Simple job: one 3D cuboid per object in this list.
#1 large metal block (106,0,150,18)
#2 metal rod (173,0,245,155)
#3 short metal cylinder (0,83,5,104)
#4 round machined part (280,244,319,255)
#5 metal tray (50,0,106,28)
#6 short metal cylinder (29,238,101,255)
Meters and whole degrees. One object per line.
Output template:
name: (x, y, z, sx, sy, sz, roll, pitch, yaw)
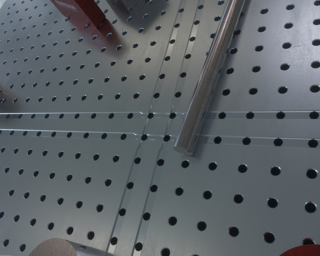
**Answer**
large metal block: (-0.059, -0.266, 0.586, 0.080, 0.050, 0.080, -47, 51, -5)
metal rod: (0.079, -0.102, 0.429, 0.025, 0.025, 0.300, 8, 66, 32)
short metal cylinder: (-0.365, -0.070, 0.626, 0.080, 0.050, 0.080, -13, 56, 21)
round machined part: (0.129, 0.142, 0.242, 0.098, 0.042, 0.098, -13, 56, 21)
metal tray: (-0.176, -0.252, 0.613, 0.130, 0.090, 0.030, 30, 79, 37)
short metal cylinder: (-0.108, 0.169, 0.345, 0.080, 0.050, 0.080, -13, 56, 21)
